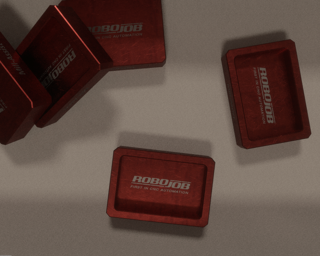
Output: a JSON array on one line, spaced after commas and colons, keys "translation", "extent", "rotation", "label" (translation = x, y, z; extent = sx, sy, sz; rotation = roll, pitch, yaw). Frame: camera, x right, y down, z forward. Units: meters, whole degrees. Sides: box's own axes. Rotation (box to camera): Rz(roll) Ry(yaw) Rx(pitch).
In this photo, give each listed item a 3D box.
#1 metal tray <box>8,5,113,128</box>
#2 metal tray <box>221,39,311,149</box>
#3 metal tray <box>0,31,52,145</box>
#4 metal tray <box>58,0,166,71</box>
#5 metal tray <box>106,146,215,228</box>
[{"translation": [-0.130, -0.071, 0.378], "extent": [0.130, 0.030, 0.090], "rotation": [-37, 91, 27], "label": "metal tray"}, {"translation": [0.139, -0.043, 0.410], "extent": [0.091, 0.030, 0.129], "rotation": [-10, 90, -1], "label": "metal tray"}, {"translation": [-0.201, -0.055, 0.380], "extent": [0.090, 0.030, 0.130], "rotation": [-41, 86, 32], "label": "metal tray"}, {"translation": [-0.061, -0.123, 0.408], "extent": [0.131, 0.030, 0.089], "rotation": [-5, 90, -1], "label": "metal tray"}, {"translation": [0.001, 0.076, 0.408], "extent": [0.131, 0.030, 0.089], "rotation": [7, 90, -1], "label": "metal tray"}]
